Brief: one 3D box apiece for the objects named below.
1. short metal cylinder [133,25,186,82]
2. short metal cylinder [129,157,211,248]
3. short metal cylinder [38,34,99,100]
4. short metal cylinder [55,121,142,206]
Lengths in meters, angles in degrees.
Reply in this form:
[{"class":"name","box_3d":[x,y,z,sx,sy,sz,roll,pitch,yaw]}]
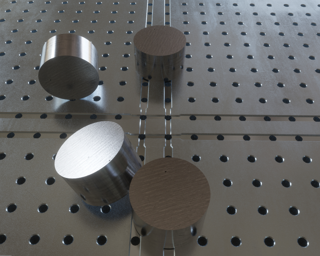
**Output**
[{"class":"short metal cylinder","box_3d":[0.000,-0.119,0.491,0.081,0.050,0.080,0,50,0]},{"class":"short metal cylinder","box_3d":[0.010,0.078,0.326,0.081,0.050,0.080,0,50,0]},{"class":"short metal cylinder","box_3d":[-0.129,-0.086,0.443,0.081,0.080,0.050,-7,51,-6]},{"class":"short metal cylinder","box_3d":[-0.066,0.038,0.342,0.080,0.050,0.080,-15,40,13]}]
